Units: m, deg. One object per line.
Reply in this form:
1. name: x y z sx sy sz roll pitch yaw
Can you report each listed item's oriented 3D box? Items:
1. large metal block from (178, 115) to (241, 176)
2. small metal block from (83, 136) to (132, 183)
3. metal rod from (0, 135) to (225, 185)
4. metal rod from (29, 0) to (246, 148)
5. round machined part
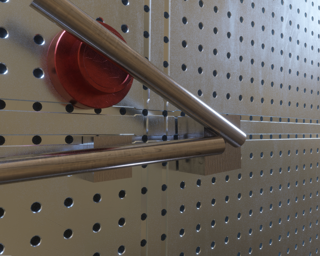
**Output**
1. large metal block: 0.073 0.022 0.453 0.081 0.050 0.079 -3 92 -40
2. small metal block: -0.061 0.034 0.361 0.050 0.025 0.050 -1 91 -40
3. metal rod: -0.054 0.032 0.330 0.303 0.025 0.025 -4 93 -30
4. metal rod: 0.001 -0.050 0.349 0.301 0.025 0.025 31 70 -33
5. round machined part: -0.068 -0.070 0.342 0.099 0.042 0.097 0 90 -40
